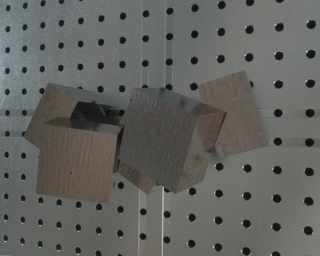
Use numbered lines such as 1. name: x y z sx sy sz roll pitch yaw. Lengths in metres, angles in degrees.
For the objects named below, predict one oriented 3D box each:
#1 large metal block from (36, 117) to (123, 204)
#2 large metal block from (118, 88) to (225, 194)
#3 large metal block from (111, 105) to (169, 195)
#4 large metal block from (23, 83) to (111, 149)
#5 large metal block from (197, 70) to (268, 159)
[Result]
1. large metal block: -0.091 0.035 0.360 0.081 0.050 0.079 9 100 -2
2. large metal block: 0.009 0.008 0.321 0.080 0.050 0.079 26 112 33
3. large metal block: -0.018 0.026 0.404 0.080 0.050 0.080 34 101 16
4. large metal block: -0.125 -0.010 0.425 0.050 0.080 0.080 31 100 17
5. large metal block: 0.086 -0.014 0.352 0.050 0.080 0.080 -17 85 19
